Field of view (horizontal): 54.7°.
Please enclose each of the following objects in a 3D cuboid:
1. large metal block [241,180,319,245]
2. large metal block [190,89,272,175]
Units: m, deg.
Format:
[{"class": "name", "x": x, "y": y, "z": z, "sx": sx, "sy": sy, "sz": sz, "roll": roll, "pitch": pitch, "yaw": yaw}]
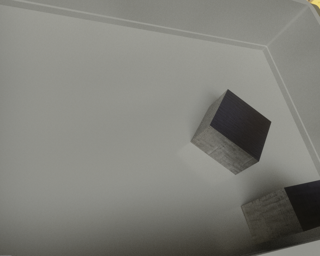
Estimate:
[{"class": "large metal block", "x": 0.167, "y": 0.107, "z": 0.395, "sx": 0.081, "sy": 0.080, "sz": 0.050, "roll": -3, "pitch": 64, "yaw": -30}, {"class": "large metal block", "x": 0.102, "y": 0.005, "z": 0.441, "sx": 0.080, "sy": 0.050, "sz": 0.080, "roll": 36, "pitch": 51, "yaw": -4}]
